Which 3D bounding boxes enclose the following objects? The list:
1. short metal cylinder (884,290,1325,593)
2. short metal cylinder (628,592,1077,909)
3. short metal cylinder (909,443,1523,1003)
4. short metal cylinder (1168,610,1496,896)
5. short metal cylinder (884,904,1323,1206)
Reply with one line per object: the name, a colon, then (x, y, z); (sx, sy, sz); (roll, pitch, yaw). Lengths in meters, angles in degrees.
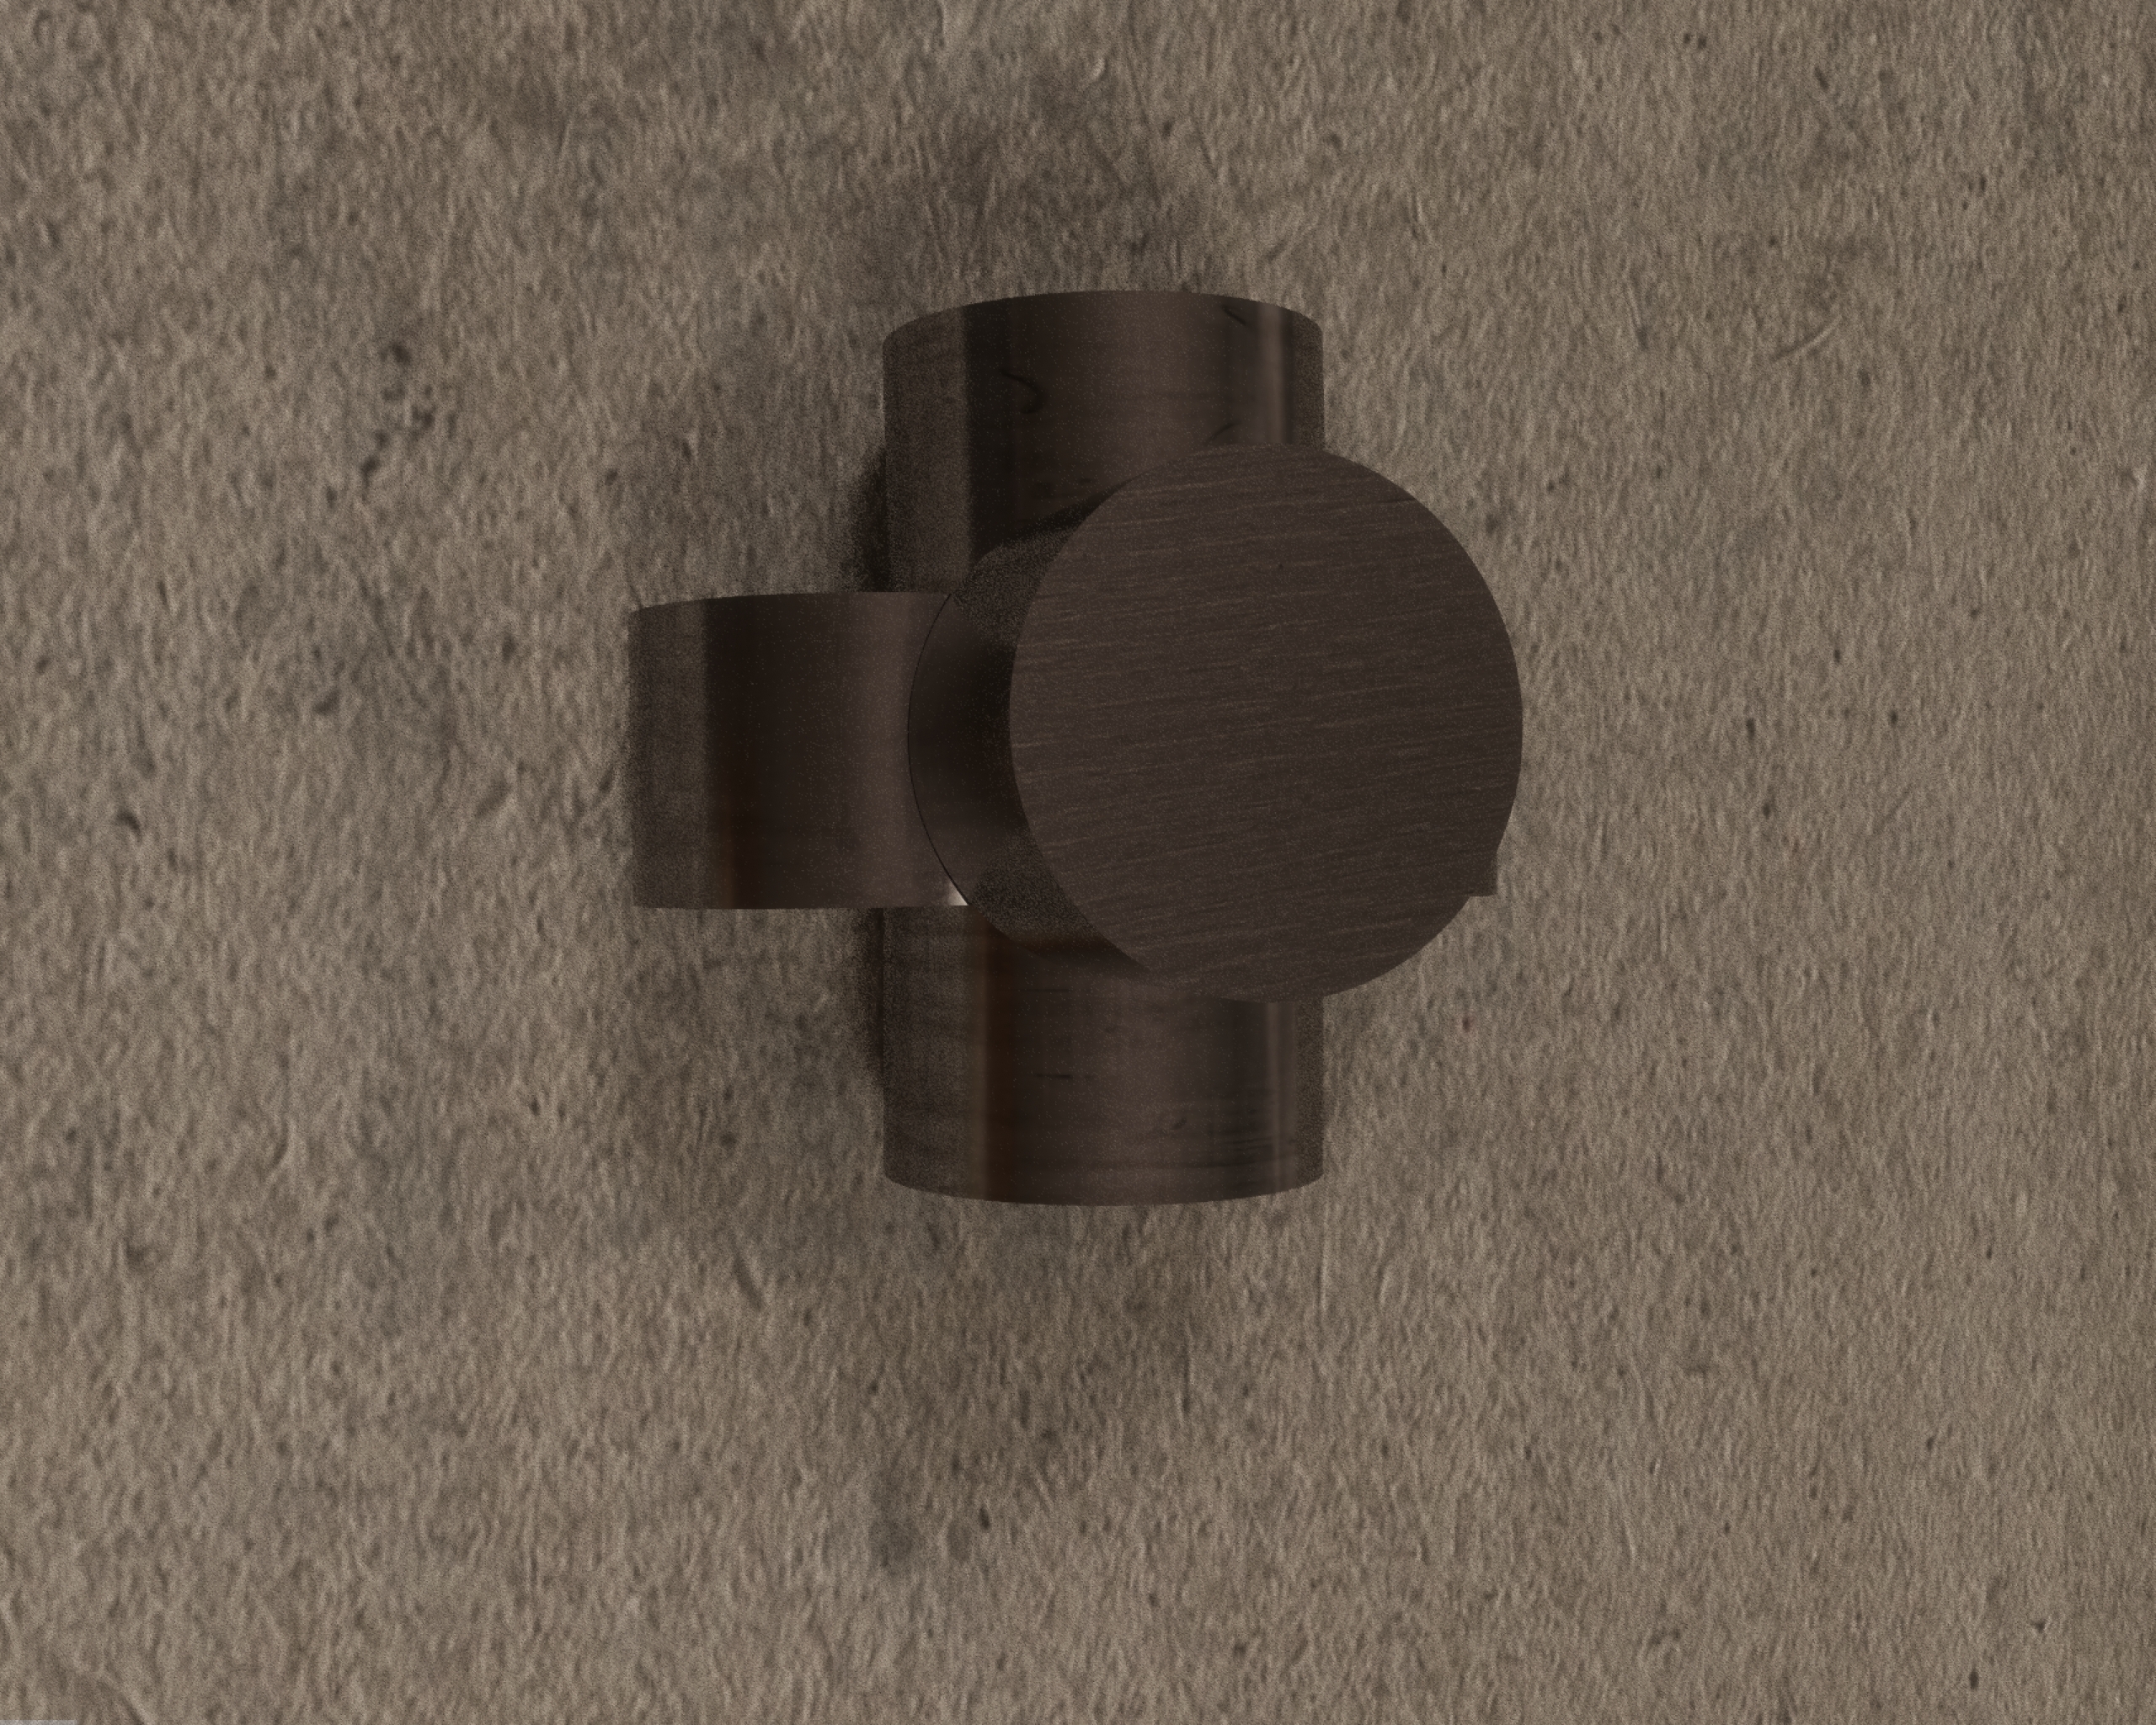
short metal cylinder: (0.005, -0.070, 0.384); (0.081, 0.080, 0.050); (-2, 91, -20)
short metal cylinder: (-0.038, -0.018, 0.368); (0.081, 0.080, 0.050); (-1, 91, -20)
short metal cylinder: (0.020, -0.020, 0.320); (0.081, 0.050, 0.079); (0, 90, -21)
short metal cylinder: (0.039, -0.019, 0.396); (0.081, 0.080, 0.050); (0, 91, -20)
short metal cylinder: (0.005, 0.031, 0.384); (0.081, 0.080, 0.050); (0, 90, -20)
